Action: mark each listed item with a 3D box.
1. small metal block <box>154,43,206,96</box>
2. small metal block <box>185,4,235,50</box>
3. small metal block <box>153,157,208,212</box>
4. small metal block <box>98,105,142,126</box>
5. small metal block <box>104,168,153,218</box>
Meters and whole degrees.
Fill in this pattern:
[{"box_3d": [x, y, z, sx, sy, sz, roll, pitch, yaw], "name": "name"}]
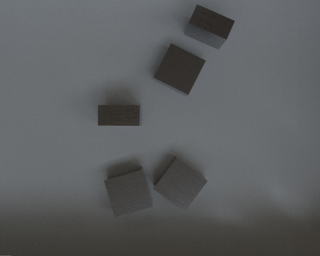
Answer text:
[{"box_3d": [0.026, -0.076, 0.412, 0.050, 0.025, 0.050, 27, 90, -1], "name": "small metal block"}, {"box_3d": [0.063, -0.129, 0.400, 0.050, 0.050, 0.025, 24, 90, -1], "name": "small metal block"}, {"box_3d": [0.027, 0.073, 0.412, 0.050, 0.025, 0.050, 37, 90, -1], "name": "small metal block"}, {"box_3d": [-0.050, -0.015, 0.398, 0.050, 0.050, 0.025, 1, 90, -1], "name": "small metal block"}, {"box_3d": [-0.041, 0.085, 0.411, 0.050, 0.025, 0.050, -17, 90, -1], "name": "small metal block"}]
